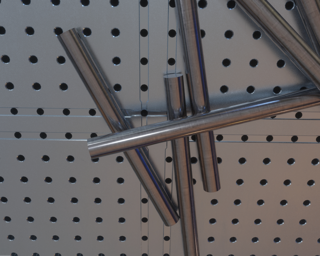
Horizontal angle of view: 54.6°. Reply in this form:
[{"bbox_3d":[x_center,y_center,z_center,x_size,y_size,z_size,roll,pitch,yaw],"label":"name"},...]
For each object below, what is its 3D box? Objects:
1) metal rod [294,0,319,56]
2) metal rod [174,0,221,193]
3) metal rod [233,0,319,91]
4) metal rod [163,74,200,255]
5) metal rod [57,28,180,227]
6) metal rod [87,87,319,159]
[{"bbox_3d":[0.209,-0.087,0.382,0.025,0.025,0.299,-29,108,10],"label":"metal rod"},{"bbox_3d":[0.048,-0.052,0.394,0.025,0.025,0.298,-10,110,3],"label":"metal rod"},{"bbox_3d":[0.148,-0.103,0.361,0.300,0.025,0.025,43,105,-9],"label":"metal rod"},{"bbox_3d":[0.034,0.073,0.440,0.025,0.025,0.298,-6,110,2],"label":"metal rod"},{"bbox_3d":[-0.047,0.012,0.417,0.025,0.025,0.299,-24,109,9],"label":"metal rod"},{"bbox_3d":[0.063,-0.009,0.383,0.302,0.025,0.025,-13,110,-6],"label":"metal rod"}]
